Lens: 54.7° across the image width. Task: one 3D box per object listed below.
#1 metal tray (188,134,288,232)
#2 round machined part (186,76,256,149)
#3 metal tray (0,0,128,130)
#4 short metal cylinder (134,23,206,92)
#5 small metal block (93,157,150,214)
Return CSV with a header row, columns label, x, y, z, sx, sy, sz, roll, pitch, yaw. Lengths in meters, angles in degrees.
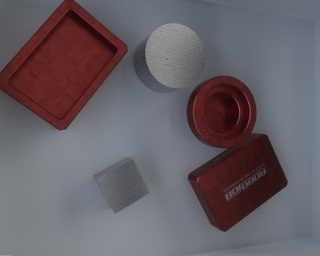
label,x,y,z,sx,sy,sz,roll,pitch,yaw
metal tray,0.116,0.076,0.453,0.131,0.030,0.090,-30,100,-18
round machined part,0.081,-0.021,0.433,0.099,0.042,0.097,0,90,-21
metal tray,-0.112,-0.073,0.366,0.090,0.030,0.130,39,77,-16
short metal cylinder,0.012,-0.089,0.402,0.081,0.050,0.079,0,90,-21
small metal block,-0.049,0.072,0.393,0.050,0.025,0.050,-28,100,-18
